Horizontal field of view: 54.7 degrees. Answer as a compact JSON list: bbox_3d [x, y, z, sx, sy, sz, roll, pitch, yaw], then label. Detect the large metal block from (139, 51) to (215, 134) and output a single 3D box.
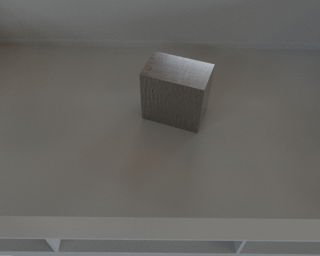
[{"bbox_3d":[0.022,-0.046,0.409,0.080,0.080,0.050,16,52,12],"label":"large metal block"}]
